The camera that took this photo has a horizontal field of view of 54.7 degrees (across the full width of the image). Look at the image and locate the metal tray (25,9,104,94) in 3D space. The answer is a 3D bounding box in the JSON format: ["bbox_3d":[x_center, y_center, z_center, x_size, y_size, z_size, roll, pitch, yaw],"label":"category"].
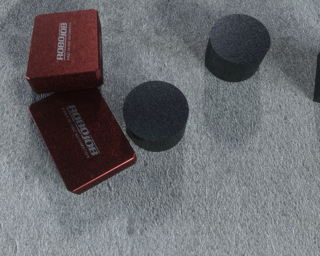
[{"bbox_3d":[-0.127,-0.109,0.427,0.091,0.030,0.130,-7,55,-3],"label":"metal tray"}]

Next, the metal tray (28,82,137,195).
[{"bbox_3d":[-0.100,0.008,0.402,0.090,0.030,0.130,-29,73,-10],"label":"metal tray"}]

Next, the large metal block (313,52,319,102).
[{"bbox_3d":[0.250,-0.081,0.410,0.050,0.080,0.080,14,71,5],"label":"large metal block"}]

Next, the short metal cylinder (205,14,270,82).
[{"bbox_3d":[0.107,-0.111,0.436,0.081,0.050,0.080,0,70,0],"label":"short metal cylinder"}]

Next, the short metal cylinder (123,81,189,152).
[{"bbox_3d":[-0.005,-0.014,0.400,0.081,0.050,0.080,0,70,0],"label":"short metal cylinder"}]
